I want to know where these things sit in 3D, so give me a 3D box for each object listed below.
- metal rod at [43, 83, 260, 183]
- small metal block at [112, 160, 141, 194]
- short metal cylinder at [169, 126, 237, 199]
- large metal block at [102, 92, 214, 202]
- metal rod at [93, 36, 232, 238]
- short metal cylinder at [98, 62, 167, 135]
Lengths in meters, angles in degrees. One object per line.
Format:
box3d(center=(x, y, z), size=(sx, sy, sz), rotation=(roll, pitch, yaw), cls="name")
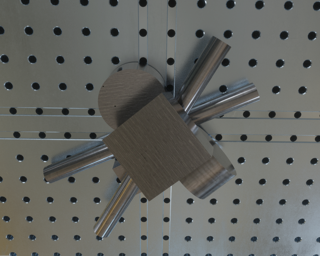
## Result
box3d(center=(-0.017, 0.010, 0.413), size=(0.301, 0.025, 0.025), rotation=(-22, 109, 7), cls="metal rod")
box3d(center=(-0.030, 0.060, 0.431), size=(0.050, 0.025, 0.050), rotation=(-27, 108, 9), cls="small metal block")
box3d(center=(0.052, 0.043, 0.397), size=(0.050, 0.080, 0.080), rotation=(-41, 105, 14), cls="short metal cylinder")
box3d(center=(0.000, 0.018, 0.335), size=(0.080, 0.050, 0.080), rotation=(-38, 89, 13), cls="large metal block")
box3d(center=(-0.006, 0.023, 0.392), size=(0.025, 0.025, 0.298), rotation=(29, 107, -10), cls="metal rod")
box3d(center=(-0.032, -0.037, 0.382), size=(0.081, 0.050, 0.079), rotation=(0, 110, 0), cls="short metal cylinder")
